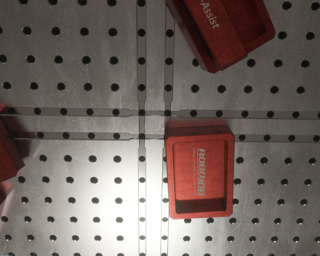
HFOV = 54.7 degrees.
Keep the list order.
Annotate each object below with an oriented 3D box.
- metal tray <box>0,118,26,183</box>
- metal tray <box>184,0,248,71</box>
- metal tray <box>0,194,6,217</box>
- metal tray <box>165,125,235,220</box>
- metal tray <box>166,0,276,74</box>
[{"bbox_3d":[-0.260,0.043,0.404,0.131,0.030,0.090,-24,99,-2],"label":"metal tray"},{"bbox_3d":[0.043,-0.131,0.330,0.030,0.090,0.130,-29,108,11],"label":"metal tray"},{"bbox_3d":[-0.306,0.121,0.451,0.131,0.030,0.089,21,109,-8],"label":"metal tray"},{"bbox_3d":[0.055,0.064,0.435,0.091,0.030,0.129,-3,110,0],"label":"metal tray"},{"bbox_3d":[0.063,-0.139,0.350,0.090,0.030,0.130,-31,110,1],"label":"metal tray"}]
